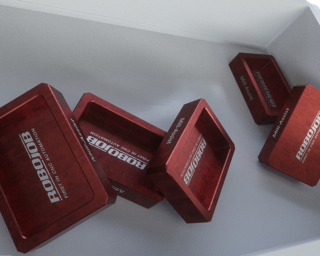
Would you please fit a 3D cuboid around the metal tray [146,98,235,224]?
[{"bbox_3d":[0.044,0.036,0.375,0.090,0.030,0.130,53,43,-21],"label":"metal tray"}]

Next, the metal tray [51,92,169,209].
[{"bbox_3d":[-0.048,0.025,0.360,0.131,0.030,0.090,27,52,-11],"label":"metal tray"}]

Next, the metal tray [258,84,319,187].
[{"bbox_3d":[0.217,0.011,0.464,0.090,0.030,0.129,26,91,-12],"label":"metal tray"}]

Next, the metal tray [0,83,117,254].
[{"bbox_3d":[-0.111,0.034,0.290,0.090,0.030,0.130,-31,77,0],"label":"metal tray"}]

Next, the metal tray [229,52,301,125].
[{"bbox_3d":[0.185,-0.070,0.544,0.091,0.030,0.130,-4,64,-30],"label":"metal tray"}]
